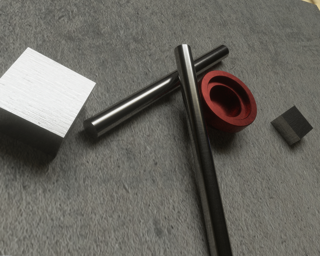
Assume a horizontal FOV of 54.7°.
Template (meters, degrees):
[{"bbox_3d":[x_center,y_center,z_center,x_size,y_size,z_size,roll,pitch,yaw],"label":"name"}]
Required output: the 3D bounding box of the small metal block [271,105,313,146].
[{"bbox_3d":[0.227,-0.005,0.532,0.050,0.025,0.050,-27,77,-37],"label":"small metal block"}]

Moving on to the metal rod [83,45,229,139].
[{"bbox_3d":[0.015,-0.067,0.454,0.025,0.025,0.302,50,51,6],"label":"metal rod"}]

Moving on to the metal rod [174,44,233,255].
[{"bbox_3d":[0.053,0.022,0.401,0.025,0.025,0.299,3,66,-27],"label":"metal rod"}]

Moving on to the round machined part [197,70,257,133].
[{"bbox_3d":[0.093,-0.035,0.467,0.099,0.042,0.098,14,56,-21],"label":"round machined part"}]

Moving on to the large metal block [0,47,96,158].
[{"bbox_3d":[-0.128,-0.027,0.336,0.080,0.050,0.080,28,52,-11],"label":"large metal block"}]
